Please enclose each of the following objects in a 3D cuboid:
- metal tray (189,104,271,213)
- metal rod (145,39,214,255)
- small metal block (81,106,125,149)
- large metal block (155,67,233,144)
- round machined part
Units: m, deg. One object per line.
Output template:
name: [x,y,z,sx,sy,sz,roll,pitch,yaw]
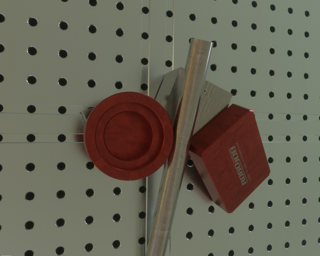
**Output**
metal tray: [0.097,0.044,0.415,0.090,0.030,0.130,-40,128,-15]
metal rod: [0.018,0.047,0.373,0.025,0.025,0.298,7,104,-20]
small metal block: [-0.064,-0.006,0.386,0.050,0.025,0.050,-23,98,-19]
large metal block: [0.037,-0.023,0.410,0.080,0.050,0.080,24,82,-19]
round machined part: [-0.038,0.009,0.357,0.099,0.042,0.097,0,91,-17]
